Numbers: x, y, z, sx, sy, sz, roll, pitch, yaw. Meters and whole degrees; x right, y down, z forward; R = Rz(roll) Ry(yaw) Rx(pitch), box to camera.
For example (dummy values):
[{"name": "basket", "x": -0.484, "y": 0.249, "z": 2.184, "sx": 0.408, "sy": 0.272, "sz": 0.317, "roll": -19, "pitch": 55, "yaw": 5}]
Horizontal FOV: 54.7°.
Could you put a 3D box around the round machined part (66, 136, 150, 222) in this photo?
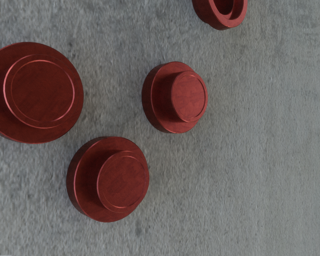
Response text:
[{"name": "round machined part", "x": -0.051, "y": 0.058, "z": 0.353, "sx": 0.099, "sy": 0.042, "sz": 0.097, "roll": 0, "pitch": 90, "yaw": -40}]

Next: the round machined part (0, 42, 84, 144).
[{"name": "round machined part", "x": -0.118, "y": -0.033, "z": 0.296, "sx": 0.099, "sy": 0.042, "sz": 0.097, "roll": 0, "pitch": 90, "yaw": -40}]

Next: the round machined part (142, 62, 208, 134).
[{"name": "round machined part", "x": 0.027, "y": -0.041, "z": 0.418, "sx": 0.099, "sy": 0.042, "sz": 0.097, "roll": 0, "pitch": 90, "yaw": -40}]

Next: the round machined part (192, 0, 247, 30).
[{"name": "round machined part", "x": 0.086, "y": -0.197, "z": 0.468, "sx": 0.099, "sy": 0.042, "sz": 0.097, "roll": 0, "pitch": 90, "yaw": -40}]
